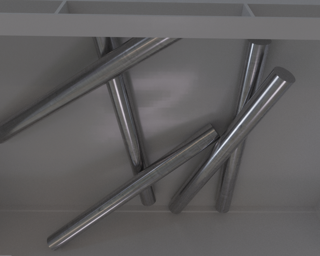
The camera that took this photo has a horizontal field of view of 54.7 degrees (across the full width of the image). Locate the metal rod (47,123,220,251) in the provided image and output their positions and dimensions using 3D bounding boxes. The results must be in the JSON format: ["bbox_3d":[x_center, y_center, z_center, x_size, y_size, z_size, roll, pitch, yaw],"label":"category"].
[{"bbox_3d":[-0.044,0.089,0.443,0.300,0.025,0.025,-36,122,12],"label":"metal rod"}]

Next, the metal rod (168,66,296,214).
[{"bbox_3d":[0.077,0.040,0.420,0.025,0.025,0.298,15,136,-13],"label":"metal rod"}]

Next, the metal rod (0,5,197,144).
[{"bbox_3d":[-0.095,-0.044,0.344,0.300,0.025,0.025,-24,127,28],"label":"metal rod"}]

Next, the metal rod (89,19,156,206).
[{"bbox_3d":[-0.039,0.006,0.413,0.025,0.025,0.298,-6,130,5],"label":"metal rod"}]

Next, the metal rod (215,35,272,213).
[{"bbox_3d":[0.106,0.020,0.426,0.025,0.025,0.298,0,130,0],"label":"metal rod"}]
